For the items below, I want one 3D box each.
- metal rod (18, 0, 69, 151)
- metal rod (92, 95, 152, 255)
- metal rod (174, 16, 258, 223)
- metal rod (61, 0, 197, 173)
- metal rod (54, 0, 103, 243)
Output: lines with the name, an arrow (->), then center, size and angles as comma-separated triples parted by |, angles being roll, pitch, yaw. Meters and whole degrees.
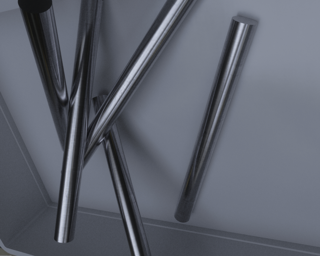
metal rod -> -0.123, -0.034, 0.373 | 0.025, 0.025, 0.299 | 33, 153, 6
metal rod -> -0.042, 0.101, 0.408 | 0.025, 0.025, 0.299 | -21, 81, 35
metal rod -> 0.058, 0.015, 0.386 | 0.025, 0.025, 0.298 | 22, 127, 14
metal rod -> -0.046, -0.040, 0.368 | 0.025, 0.025, 0.298 | 39, 117, 2
metal rod -> -0.101, -0.003, 0.380 | 0.025, 0.025, 0.298 | 12, 99, 21
